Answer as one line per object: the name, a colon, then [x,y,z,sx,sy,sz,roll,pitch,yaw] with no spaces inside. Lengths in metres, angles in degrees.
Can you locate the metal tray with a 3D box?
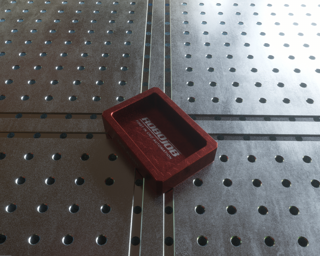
metal tray: [-0.003,0.010,0.396,0.091,0.030,0.130,-29,56,-23]
